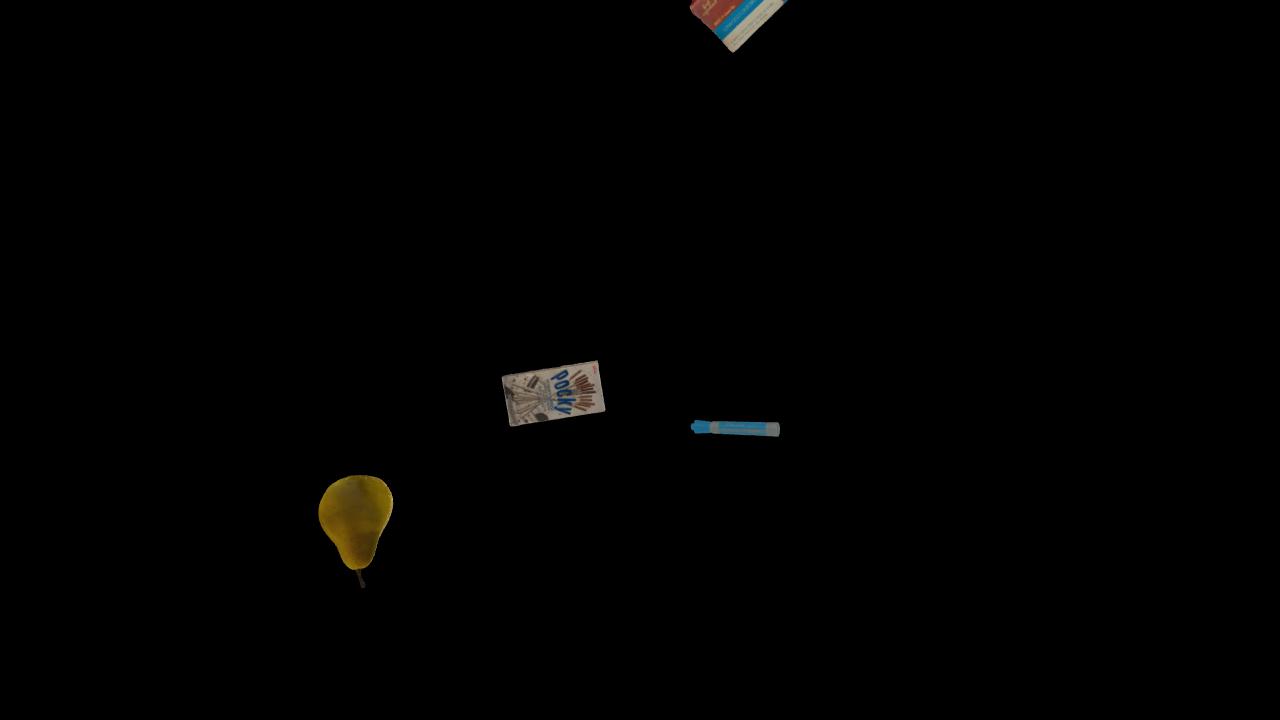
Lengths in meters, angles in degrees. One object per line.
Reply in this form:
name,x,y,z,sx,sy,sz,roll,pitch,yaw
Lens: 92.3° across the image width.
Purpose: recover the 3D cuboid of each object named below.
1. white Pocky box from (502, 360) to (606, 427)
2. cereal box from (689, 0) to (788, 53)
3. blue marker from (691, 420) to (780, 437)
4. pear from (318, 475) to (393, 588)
white Pocky box,-0.137,0.054,0.982,0.154,0.084,0.028,-9,8,-4
cereal box,0.162,-0.503,0.681,0.081,0.306,0.203,32,-43,-27
blue marker,0.126,0.092,0.829,0.121,0.020,0.020,-1,0,25
pear,-0.301,0.181,0.652,0.080,0.111,0.080,-9,-30,-5
